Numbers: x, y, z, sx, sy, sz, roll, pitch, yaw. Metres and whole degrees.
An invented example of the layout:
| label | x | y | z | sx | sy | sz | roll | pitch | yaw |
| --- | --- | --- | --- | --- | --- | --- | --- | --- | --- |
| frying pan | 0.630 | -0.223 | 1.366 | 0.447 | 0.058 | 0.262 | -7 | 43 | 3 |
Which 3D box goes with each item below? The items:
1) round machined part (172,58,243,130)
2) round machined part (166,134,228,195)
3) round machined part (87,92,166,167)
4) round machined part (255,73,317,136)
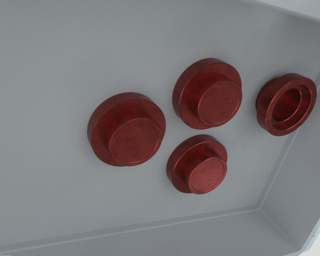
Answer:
| label | x | y | z | sx | sy | sz | roll | pitch | yaw |
| --- | --- | --- | --- | --- | --- | --- | --- | --- | --- |
| round machined part | 0.070 | -0.040 | 0.413 | 0.099 | 0.042 | 0.097 | -14 | 125 | -21 |
| round machined part | 0.063 | 0.062 | 0.473 | 0.099 | 0.042 | 0.097 | -14 | 125 | -21 |
| round machined part | -0.036 | 0.009 | 0.385 | 0.099 | 0.042 | 0.097 | -14 | 125 | -21 |
| round machined part | 0.188 | -0.039 | 0.479 | 0.099 | 0.042 | 0.097 | -14 | 125 | -21 |
